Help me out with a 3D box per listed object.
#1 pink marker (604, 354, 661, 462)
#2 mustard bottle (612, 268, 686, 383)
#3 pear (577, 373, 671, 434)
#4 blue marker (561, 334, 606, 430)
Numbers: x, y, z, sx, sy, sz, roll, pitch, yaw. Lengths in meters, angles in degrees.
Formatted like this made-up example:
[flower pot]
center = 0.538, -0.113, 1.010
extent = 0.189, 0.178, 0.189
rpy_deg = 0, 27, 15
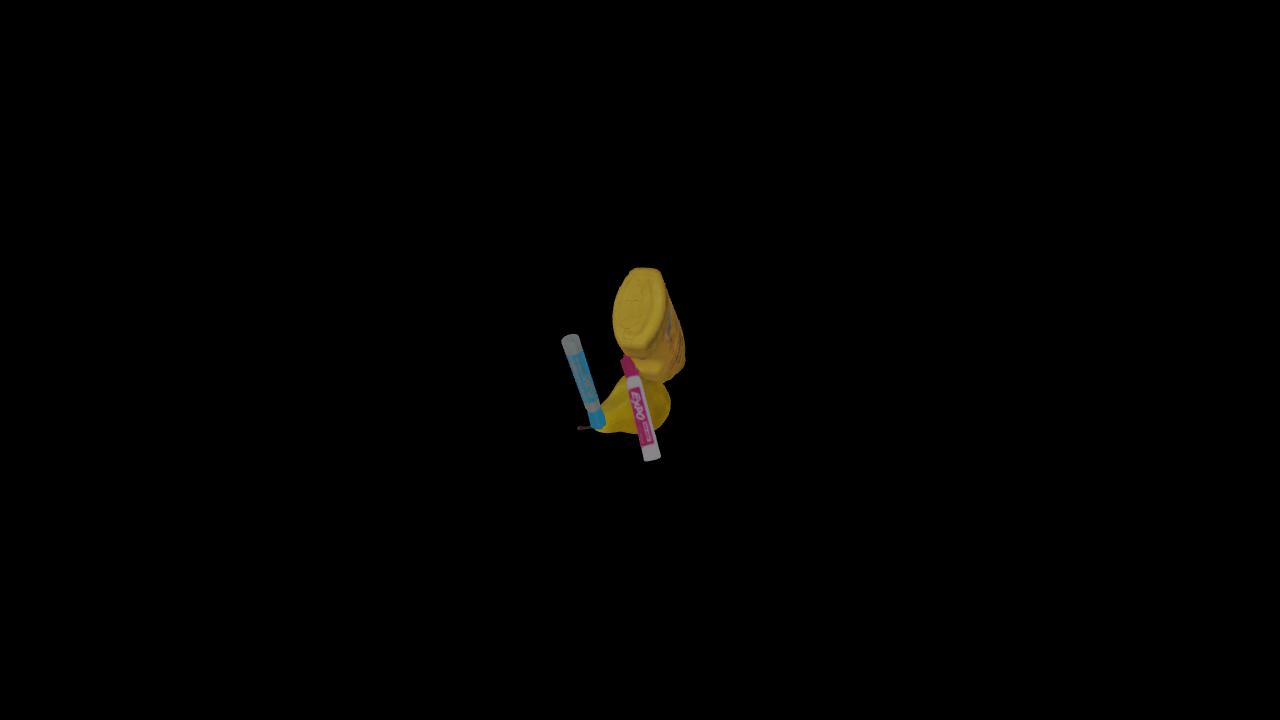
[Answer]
[pink marker]
center = 0.000, 0.049, 0.670
extent = 0.020, 0.121, 0.020
rpy_deg = -13, -16, -4
[mustard bottle]
center = 0.019, -0.023, 0.688
extent = 0.054, 0.092, 0.184
rpy_deg = -1, -20, 14
[pear]
center = -0.020, 0.061, 0.711
extent = 0.111, 0.080, 0.080
rpy_deg = -30, 7, -11
[blue marker]
center = -0.058, 0.027, 0.658
extent = 0.020, 0.121, 0.020
rpy_deg = -11, 33, 7
